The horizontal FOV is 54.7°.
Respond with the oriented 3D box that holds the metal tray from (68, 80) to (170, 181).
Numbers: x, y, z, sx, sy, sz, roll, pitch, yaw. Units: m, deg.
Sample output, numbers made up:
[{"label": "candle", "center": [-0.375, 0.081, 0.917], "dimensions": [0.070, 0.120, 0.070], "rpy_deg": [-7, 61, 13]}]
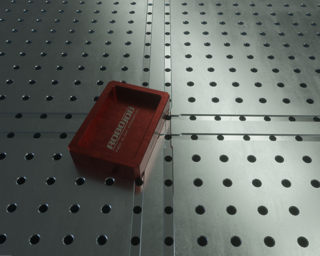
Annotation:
[{"label": "metal tray", "center": [-0.048, -0.002, 0.405], "dimensions": [0.090, 0.030, 0.130], "rpy_deg": [14, 51, 11]}]
